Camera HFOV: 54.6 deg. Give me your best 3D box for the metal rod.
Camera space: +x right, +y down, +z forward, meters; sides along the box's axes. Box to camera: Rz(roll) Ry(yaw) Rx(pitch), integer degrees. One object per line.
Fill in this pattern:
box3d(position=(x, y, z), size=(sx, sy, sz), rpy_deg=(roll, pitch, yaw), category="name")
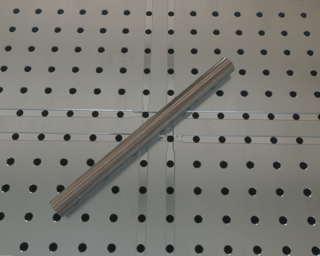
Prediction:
box3d(position=(-0.014, 0.004, 0.410), size=(0.301, 0.025, 0.025), rpy_deg=(-40, 75, -14), category="metal rod")
